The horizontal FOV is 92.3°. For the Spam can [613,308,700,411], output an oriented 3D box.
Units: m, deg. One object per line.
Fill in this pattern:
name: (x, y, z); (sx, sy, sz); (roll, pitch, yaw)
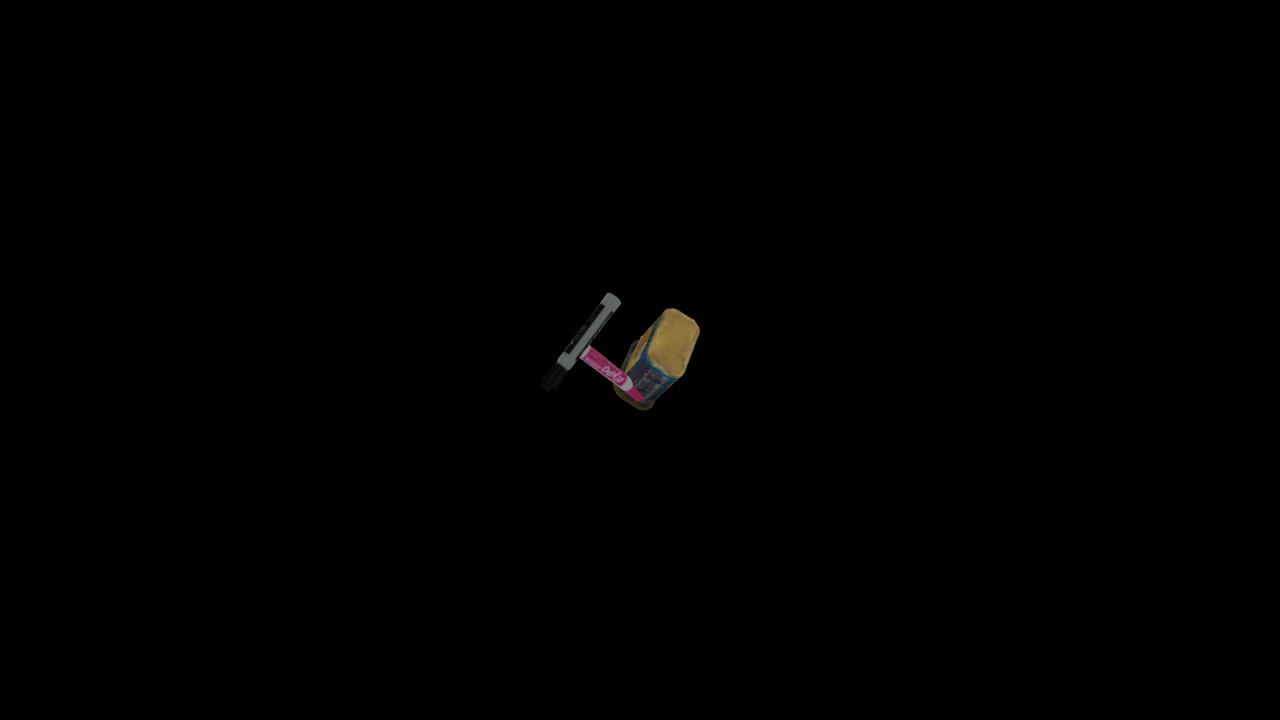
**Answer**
Spam can: (0.021, -0.003, 0.743); (0.058, 0.101, 0.085); (32, -42, -9)

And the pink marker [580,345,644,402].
pink marker: (-0.033, 0.014, 0.703); (0.020, 0.020, 0.121); (0, -31, 47)

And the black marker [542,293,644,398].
black marker: (-0.062, -0.018, 0.641); (0.020, 0.121, 0.020); (35, -12, 8)
